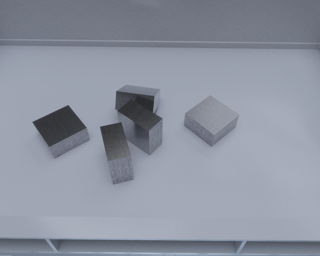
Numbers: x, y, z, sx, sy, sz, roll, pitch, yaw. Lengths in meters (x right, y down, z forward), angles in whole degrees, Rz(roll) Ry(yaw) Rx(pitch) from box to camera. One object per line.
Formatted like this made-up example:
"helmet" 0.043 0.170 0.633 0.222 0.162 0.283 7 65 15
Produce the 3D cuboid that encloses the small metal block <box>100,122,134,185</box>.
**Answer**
"small metal block" -0.050 0.030 0.363 0.025 0.050 0.050 -13 51 -11

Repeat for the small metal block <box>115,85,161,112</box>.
"small metal block" -0.029 -0.040 0.423 0.050 0.025 0.050 8 18 6

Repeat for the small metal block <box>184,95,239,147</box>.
"small metal block" 0.068 -0.010 0.415 0.050 0.025 0.050 -36 59 -26

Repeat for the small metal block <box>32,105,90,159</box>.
"small metal block" -0.127 0.004 0.400 0.050 0.025 0.050 -30 57 -23

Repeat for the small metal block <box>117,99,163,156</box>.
"small metal block" -0.024 0.000 0.389 0.050 0.050 0.025 32 57 23
